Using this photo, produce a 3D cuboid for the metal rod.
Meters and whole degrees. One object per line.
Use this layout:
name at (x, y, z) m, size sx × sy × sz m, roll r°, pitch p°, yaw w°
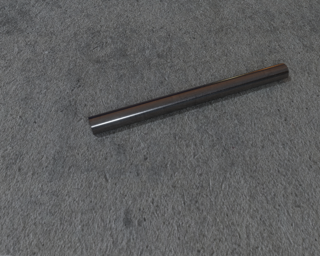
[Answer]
metal rod at (0.050, -0.045, 0.441) m, size 0.302 × 0.025 × 0.025 m, roll -17°, pitch 52°, yaw -14°
